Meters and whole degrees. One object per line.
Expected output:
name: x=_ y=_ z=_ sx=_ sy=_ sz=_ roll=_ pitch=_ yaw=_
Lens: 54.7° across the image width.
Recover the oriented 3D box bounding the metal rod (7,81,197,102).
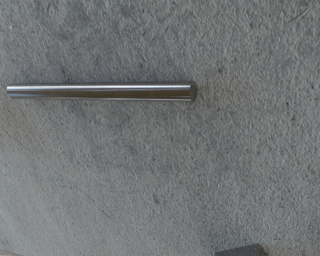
metal rod: x=-0.096 y=-0.050 z=0.424 sx=0.301 sy=0.025 sz=0.025 roll=3 pitch=120 yaw=26

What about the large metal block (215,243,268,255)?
large metal block: x=0.115 y=0.222 z=0.447 sx=0.080 sy=0.080 sz=0.050 roll=-31 pitch=101 yaw=37
